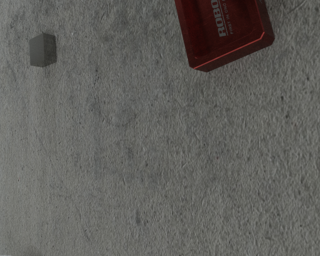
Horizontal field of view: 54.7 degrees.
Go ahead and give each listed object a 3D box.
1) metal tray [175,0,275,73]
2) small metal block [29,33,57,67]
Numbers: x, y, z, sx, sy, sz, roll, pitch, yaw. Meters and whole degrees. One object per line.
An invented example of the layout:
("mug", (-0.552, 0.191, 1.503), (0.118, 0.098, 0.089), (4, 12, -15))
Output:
("metal tray", (0.065, -0.139, 0.346), (0.090, 0.030, 0.129), (-19, 78, 38))
("small metal block", (-0.221, -0.145, 0.583), (0.050, 0.025, 0.050), (-6, 86, 39))
